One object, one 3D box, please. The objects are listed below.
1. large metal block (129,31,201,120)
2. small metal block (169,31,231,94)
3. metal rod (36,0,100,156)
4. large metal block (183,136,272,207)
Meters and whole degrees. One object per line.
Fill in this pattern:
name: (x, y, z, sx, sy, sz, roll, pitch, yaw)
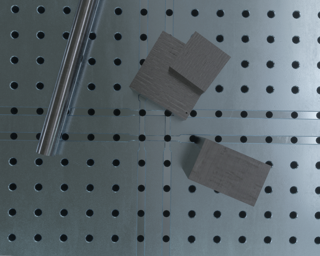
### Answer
large metal block: (0.017, -0.064, 0.401, 0.080, 0.050, 0.080, 31, 90, -1)
small metal block: (0.046, -0.076, 0.364, 0.050, 0.025, 0.050, 36, 90, -1)
metal rod: (-0.111, -0.109, 0.411, 0.025, 0.025, 0.298, 16, 90, -1)
large metal block: (0.078, 0.050, 0.387, 0.080, 0.080, 0.050, 23, 90, -1)
